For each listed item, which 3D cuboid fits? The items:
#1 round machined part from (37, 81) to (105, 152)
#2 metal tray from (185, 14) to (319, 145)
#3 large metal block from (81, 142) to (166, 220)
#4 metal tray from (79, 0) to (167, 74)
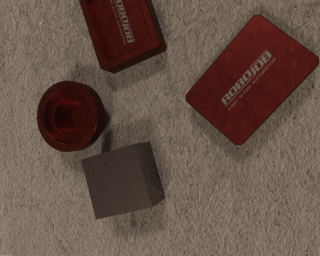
[{"bbox_3d":[-0.121,-0.016,0.441,0.098,0.042,0.097,0,90,19],"label":"round machined part"},{"bbox_3d":[0.106,-0.055,0.369,0.090,0.030,0.130,44,103,14],"label":"metal tray"},{"bbox_3d":[-0.048,0.068,0.412,0.080,0.050,0.080,-17,85,19],"label":"large metal block"},{"bbox_3d":[-0.054,-0.152,0.424,0.090,0.030,0.129,-20,84,18],"label":"metal tray"}]
